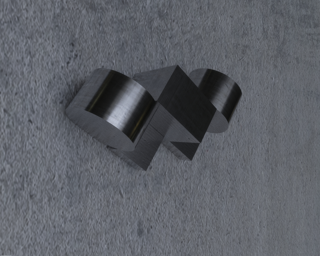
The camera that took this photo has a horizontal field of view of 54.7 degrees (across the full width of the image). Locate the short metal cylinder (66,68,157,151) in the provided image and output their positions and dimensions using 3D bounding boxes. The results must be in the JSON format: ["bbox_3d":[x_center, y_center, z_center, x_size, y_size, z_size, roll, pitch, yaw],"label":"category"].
[{"bbox_3d":[-0.050,-0.018,0.328,0.080,0.080,0.050,42,64,-32],"label":"short metal cylinder"}]

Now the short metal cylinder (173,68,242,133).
[{"bbox_3d":[0.065,-0.036,0.424,0.080,0.080,0.050,43,64,-32],"label":"short metal cylinder"}]

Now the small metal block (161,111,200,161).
[{"bbox_3d":[0.031,0.011,0.432,0.050,0.025,0.050,43,64,-32],"label":"small metal block"}]

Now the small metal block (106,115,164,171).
[{"bbox_3d":[-0.030,0.018,0.382,0.050,0.025,0.050,43,64,-32],"label":"small metal block"}]

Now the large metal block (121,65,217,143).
[{"bbox_3d":[0.007,-0.026,0.377,0.080,0.080,0.050,42,64,-32],"label":"large metal block"}]
